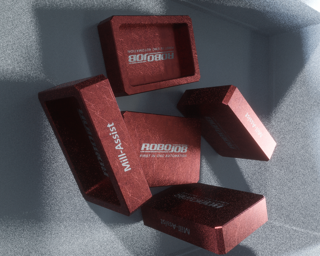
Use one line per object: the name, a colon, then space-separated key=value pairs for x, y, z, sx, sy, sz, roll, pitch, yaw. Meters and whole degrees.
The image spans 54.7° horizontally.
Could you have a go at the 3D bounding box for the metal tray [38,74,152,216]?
metal tray: x=-0.066 y=0.017 z=0.308 sx=0.030 sy=0.090 sz=0.129 roll=-31 pitch=110 yaw=-37

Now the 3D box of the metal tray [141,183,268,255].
metal tray: x=0.050 y=0.101 z=0.379 sx=0.091 sy=0.130 sz=0.030 roll=-17 pitch=101 yaw=-40

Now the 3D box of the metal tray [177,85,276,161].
metal tray: x=0.096 y=-0.004 z=0.444 sx=0.130 sy=0.090 sz=0.030 roll=45 pitch=63 yaw=-31

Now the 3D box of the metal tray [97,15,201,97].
metal tray: x=-0.008 y=-0.094 z=0.396 sx=0.131 sy=0.030 sz=0.089 roll=-17 pitch=101 yaw=-39

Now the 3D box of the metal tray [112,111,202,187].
metal tray: x=-0.003 y=0.028 z=0.399 sx=0.131 sy=0.030 sz=0.089 roll=4 pitch=87 yaw=-40
